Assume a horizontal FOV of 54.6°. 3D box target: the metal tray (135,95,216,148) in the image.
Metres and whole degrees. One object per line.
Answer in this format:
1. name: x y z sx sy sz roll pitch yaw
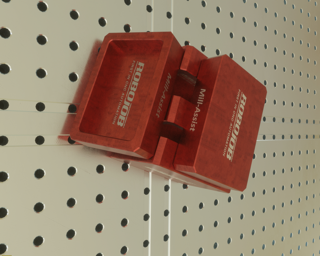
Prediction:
1. metal tray: 0.031 0.001 0.390 0.131 0.090 0.030 25 73 -38

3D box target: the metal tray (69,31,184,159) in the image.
1. metal tray: -0.035 -0.039 0.333 0.030 0.090 0.130 38 65 -58

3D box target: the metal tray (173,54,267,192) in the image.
1. metal tray: 0.072 -0.003 0.347 0.090 0.030 0.130 26 74 -37

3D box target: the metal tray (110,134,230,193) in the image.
1. metal tray: 0.018 0.044 0.380 0.131 0.090 0.030 27 74 -37

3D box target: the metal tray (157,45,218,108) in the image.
1. metal tray: 0.047 -0.055 0.404 0.131 0.090 0.030 26 74 -37
